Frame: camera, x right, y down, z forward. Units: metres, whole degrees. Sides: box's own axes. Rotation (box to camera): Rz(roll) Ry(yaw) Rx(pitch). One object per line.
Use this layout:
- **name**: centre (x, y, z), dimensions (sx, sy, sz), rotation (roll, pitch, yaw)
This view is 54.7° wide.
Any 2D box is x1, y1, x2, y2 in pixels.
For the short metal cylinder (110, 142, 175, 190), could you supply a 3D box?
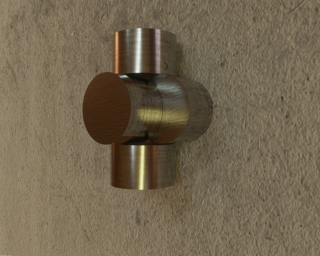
- **short metal cylinder**: centre (-0.022, 0.044, 0.387), dimensions (0.080, 0.081, 0.050), rotation (1, 91, 39)

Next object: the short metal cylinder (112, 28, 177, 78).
- **short metal cylinder**: centre (-0.019, -0.087, 0.385), dimensions (0.080, 0.081, 0.050), rotation (0, 90, 39)

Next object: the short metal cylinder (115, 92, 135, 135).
- **short metal cylinder**: centre (-0.045, -0.022, 0.425), dimensions (0.080, 0.050, 0.079), rotation (0, 90, 39)

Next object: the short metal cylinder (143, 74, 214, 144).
- **short metal cylinder**: centre (0.017, -0.022, 0.374), dimensions (0.080, 0.050, 0.079), rotation (0, 90, 39)

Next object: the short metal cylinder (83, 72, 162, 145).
- **short metal cylinder**: centre (-0.044, -0.022, 0.359), dimensions (0.080, 0.050, 0.079), rotation (0, 90, 39)
